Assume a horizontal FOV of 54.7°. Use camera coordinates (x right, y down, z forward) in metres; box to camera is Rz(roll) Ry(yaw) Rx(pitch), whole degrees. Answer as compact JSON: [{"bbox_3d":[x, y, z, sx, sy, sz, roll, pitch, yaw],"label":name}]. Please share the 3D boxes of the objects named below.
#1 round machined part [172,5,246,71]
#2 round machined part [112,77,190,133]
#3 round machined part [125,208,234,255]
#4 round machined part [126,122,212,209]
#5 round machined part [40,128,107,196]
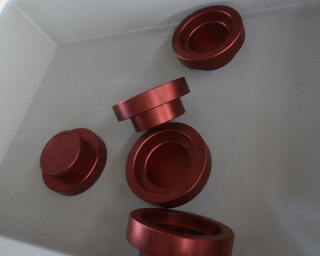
[{"bbox_3d":[0.070,-0.120,0.432,0.098,0.042,0.098,-13,56,21],"label":"round machined part"},{"bbox_3d":[-0.007,-0.026,0.392,0.098,0.098,0.042,-21,96,15],"label":"round machined part"},{"bbox_3d":[0.016,0.108,0.288,0.098,0.098,0.042,8,87,32],"label":"round machined part"},{"bbox_3d":[0.013,0.046,0.360,0.098,0.042,0.098,-13,56,21],"label":"round machined part"},{"bbox_3d":[-0.128,0.042,0.436,0.098,0.042,0.098,-13,56,21],"label":"round machined part"}]
